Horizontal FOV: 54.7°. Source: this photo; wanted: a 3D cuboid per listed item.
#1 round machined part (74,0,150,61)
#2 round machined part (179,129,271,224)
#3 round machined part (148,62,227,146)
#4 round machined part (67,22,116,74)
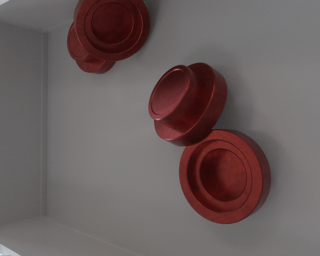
[{"bbox_3d":[-0.066,-0.144,0.419,0.097,0.099,0.042,-58,36,24],"label":"round machined part"},{"bbox_3d":[0.072,0.050,0.336,0.098,0.042,0.097,0,90,40],"label":"round machined part"},{"bbox_3d":[0.024,-0.032,0.350,0.098,0.042,0.098,-35,40,37],"label":"round machined part"},{"bbox_3d":[-0.108,-0.136,0.486,0.098,0.042,0.097,0,90,40],"label":"round machined part"}]
